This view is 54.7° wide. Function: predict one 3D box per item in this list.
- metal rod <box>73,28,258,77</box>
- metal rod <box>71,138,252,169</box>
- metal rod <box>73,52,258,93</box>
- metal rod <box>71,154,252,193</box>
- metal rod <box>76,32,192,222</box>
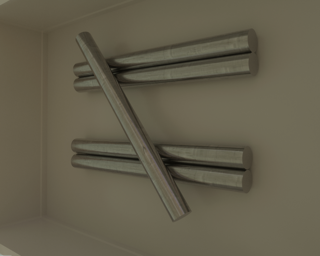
[{"bbox_3d":[-0.018,-0.094,0.420,0.300,0.025,0.025,1,91,40],"label":"metal rod"},{"bbox_3d":[-0.023,0.030,0.423,0.300,0.025,0.025,0,90,40],"label":"metal rod"},{"bbox_3d":[-0.018,-0.069,0.419,0.300,0.025,0.025,1,91,40],"label":"metal rod"},{"bbox_3d":[-0.023,0.056,0.424,0.300,0.025,0.025,0,90,40],"label":"metal rod"},{"bbox_3d":[-0.045,-0.018,0.410,0.025,0.025,0.299,-45,63,31],"label":"metal rod"}]
